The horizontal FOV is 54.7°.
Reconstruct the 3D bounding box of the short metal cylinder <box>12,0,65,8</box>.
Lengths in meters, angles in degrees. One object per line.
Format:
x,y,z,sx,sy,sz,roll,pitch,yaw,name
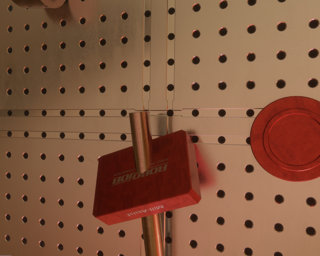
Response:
-0.178,-0.215,0.446,0.050,0.080,0.079,8,93,20,short metal cylinder

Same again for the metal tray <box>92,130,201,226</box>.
-0.019,0.063,0.391,0.130,0.030,0.090,-19,47,19,metal tray

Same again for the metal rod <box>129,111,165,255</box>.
-0.010,0.128,0.397,0.025,0.025,0.298,-4,96,20,metal rod

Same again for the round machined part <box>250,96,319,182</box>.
0.153,0.012,0.350,0.098,0.042,0.097,0,90,20,round machined part
